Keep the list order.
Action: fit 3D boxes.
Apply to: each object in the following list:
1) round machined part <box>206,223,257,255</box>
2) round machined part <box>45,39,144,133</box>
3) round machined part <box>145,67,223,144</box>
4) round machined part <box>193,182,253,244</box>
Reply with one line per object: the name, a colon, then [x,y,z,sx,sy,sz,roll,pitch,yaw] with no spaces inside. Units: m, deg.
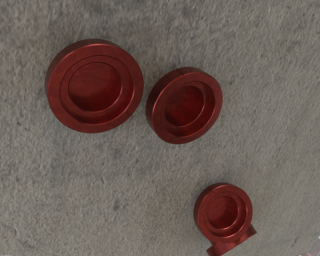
round machined part: [0.127,0.202,0.576,0.099,0.042,0.098,-26,155,-13]
round machined part: [-0.071,-0.046,0.329,0.099,0.042,0.097,-14,125,-21]
round machined part: [0.027,-0.031,0.393,0.099,0.042,0.097,-14,125,-21]
round machined part: [0.102,0.140,0.524,0.099,0.042,0.097,-1,93,-15]
